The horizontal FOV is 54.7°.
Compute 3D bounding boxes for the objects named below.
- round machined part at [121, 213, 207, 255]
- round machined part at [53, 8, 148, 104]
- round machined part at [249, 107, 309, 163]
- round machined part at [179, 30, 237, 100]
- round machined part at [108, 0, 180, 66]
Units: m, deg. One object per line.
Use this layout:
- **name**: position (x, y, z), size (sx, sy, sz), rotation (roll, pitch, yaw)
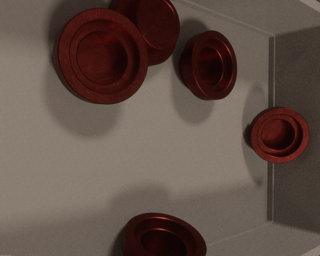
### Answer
- **round machined part**: position (0.002, 0.147, 0.368), size (0.099, 0.098, 0.042), rotation (0, 111, -40)
- **round machined part**: position (-0.066, -0.075, 0.335), size (0.099, 0.042, 0.097), rotation (-3, 96, -32)
- **round machined part**: position (0.207, 0.010, 0.550), size (0.042, 0.098, 0.097), rotation (-68, 148, -79)
- **round machined part**: position (0.066, -0.089, 0.453), size (0.099, 0.042, 0.097), rotation (0, 90, -40)
- **round machined part**: position (-0.013, -0.128, 0.386), size (0.099, 0.042, 0.097), rotation (0, 90, -40)
